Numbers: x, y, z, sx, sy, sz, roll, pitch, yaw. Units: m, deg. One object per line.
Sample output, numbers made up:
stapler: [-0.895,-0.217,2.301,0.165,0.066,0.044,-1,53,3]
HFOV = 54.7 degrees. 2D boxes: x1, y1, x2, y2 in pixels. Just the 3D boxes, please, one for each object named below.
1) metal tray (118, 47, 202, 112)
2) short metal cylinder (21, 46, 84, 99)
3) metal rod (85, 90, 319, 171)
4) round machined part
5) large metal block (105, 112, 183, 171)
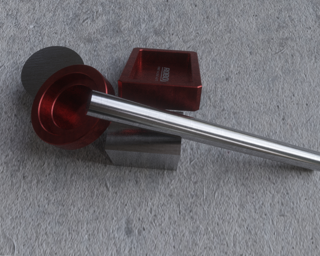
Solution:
metal tray: [0.003,-0.066,0.391,0.091,0.030,0.130,4,31,1]
short metal cylinder: [-0.136,-0.062,0.417,0.081,0.050,0.080,0,70,0]
metal rod: [0.070,0.010,0.344,0.302,0.025,0.025,14,69,-21]
round machined part: [-0.095,-0.021,0.360,0.098,0.042,0.098,-7,68,18]
large metal block: [-0.017,0.016,0.374,0.081,0.080,0.050,4,70,1]
